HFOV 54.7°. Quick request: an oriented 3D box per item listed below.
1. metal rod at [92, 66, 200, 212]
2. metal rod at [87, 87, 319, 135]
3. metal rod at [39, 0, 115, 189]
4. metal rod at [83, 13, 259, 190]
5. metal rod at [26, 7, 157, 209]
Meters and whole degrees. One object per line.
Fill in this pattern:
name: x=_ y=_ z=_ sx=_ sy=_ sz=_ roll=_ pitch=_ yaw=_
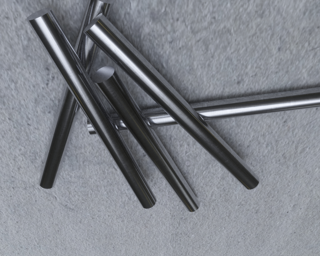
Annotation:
metal rod: x=-0.001 y=0.038 z=0.414 sx=0.025 sy=0.025 sz=0.299 roll=-17 pitch=136 yaw=14
metal rod: x=0.059 y=-0.021 z=0.390 sx=0.302 sy=0.025 sz=0.025 roll=-7 pitch=130 yaw=5
metal rod: x=-0.114 y=-0.022 z=0.386 sx=0.025 sy=0.025 sz=0.298 roll=18 pitch=128 yaw=-15
metal rod: x=0.033 y=-0.011 z=0.364 sx=0.025 sy=0.025 sz=0.300 roll=-33 pitch=123 yaw=24
metal rod: x=-0.064 y=0.004 z=0.374 sx=0.025 sy=0.025 sz=0.299 roll=-14 pitch=129 yaw=11
